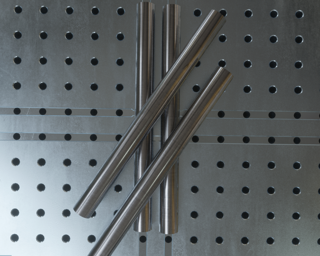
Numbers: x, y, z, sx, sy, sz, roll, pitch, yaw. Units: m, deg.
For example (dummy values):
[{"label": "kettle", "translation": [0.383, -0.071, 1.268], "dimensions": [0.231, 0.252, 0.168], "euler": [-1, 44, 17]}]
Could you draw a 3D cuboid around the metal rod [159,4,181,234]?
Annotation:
[{"label": "metal rod", "translation": [0.014, -0.011, 0.414], "dimensions": [0.025, 0.025, 0.298], "euler": [1, 90, 0]}]

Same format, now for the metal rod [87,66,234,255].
[{"label": "metal rod", "translation": [-0.003, 0.053, 0.388], "dimensions": [0.025, 0.025, 0.299], "euler": [35, 90, 0]}]

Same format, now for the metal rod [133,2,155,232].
[{"label": "metal rod", "translation": [-0.021, -0.014, 0.414], "dimensions": [0.025, 0.025, 0.298], "euler": [1, 90, 0]}]

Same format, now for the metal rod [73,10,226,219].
[{"label": "metal rod", "translation": [-0.013, -0.017, 0.389], "dimensions": [0.025, 0.025, 0.299], "euler": [35, 90, 0]}]
